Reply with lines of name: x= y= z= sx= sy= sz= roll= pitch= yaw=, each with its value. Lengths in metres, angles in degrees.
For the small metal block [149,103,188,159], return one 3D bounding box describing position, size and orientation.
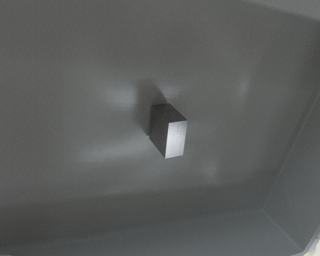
small metal block: x=0.009 y=0.003 z=0.394 sx=0.025 sy=0.050 sz=0.050 roll=-9 pitch=122 yaw=-24
